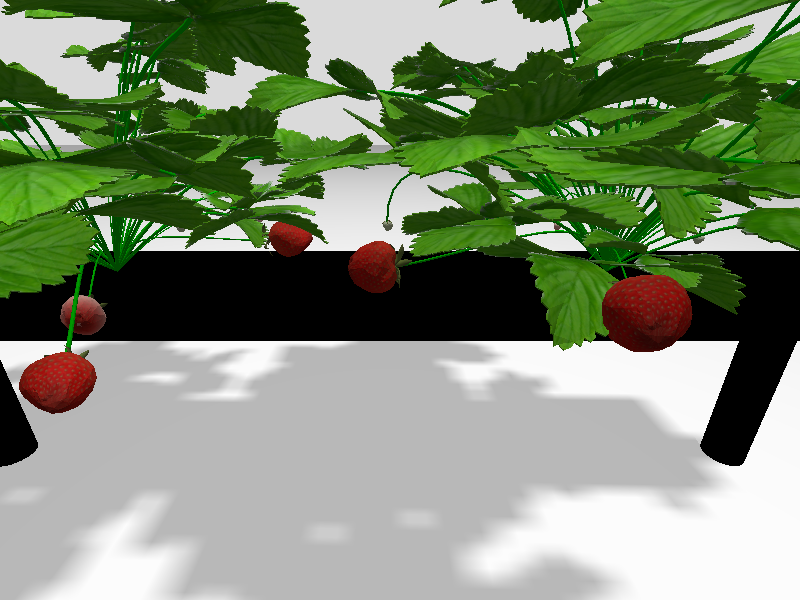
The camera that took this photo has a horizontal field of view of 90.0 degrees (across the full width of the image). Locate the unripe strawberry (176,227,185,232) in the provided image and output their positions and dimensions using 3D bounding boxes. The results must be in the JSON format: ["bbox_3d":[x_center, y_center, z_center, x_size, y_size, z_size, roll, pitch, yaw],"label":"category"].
[{"bbox_3d":[-0.275,-0.090,0.503,0.011,0.010,0.010,-2,23,-5],"label":"unripe strawberry"}]

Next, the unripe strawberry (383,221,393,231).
[{"bbox_3d":[-0.014,-0.086,0.467,0.011,0.011,0.011,12,26,27],"label":"unripe strawberry"}]

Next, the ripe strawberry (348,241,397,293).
[{"bbox_3d":[-0.022,-0.026,0.313,0.039,0.040,0.035,-6,24,-12],"label":"ripe strawberry"}]

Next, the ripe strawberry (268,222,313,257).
[{"bbox_3d":[-0.110,-0.063,0.404,0.042,0.036,0.042,-6,24,-16],"label":"ripe strawberry"}]

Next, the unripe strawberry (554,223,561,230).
[{"bbox_3d":[0.198,-0.093,0.502,0.010,0.011,0.011,1,23,3],"label":"unripe strawberry"}]

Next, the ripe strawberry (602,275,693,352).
[{"bbox_3d":[0.140,0.010,0.227,0.045,0.047,0.049,8,25,17],"label":"ripe strawberry"}]

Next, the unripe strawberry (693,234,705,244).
[{"bbox_3d":[0.328,-0.067,0.440,0.011,0.011,0.011,-13,26,-28],"label":"unripe strawberry"}]

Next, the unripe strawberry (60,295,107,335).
[{"bbox_3d":[-0.197,0.010,0.248,0.022,0.025,0.024,-11,26,-25],"label":"unripe strawberry"}]

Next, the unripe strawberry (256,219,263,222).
[{"bbox_3d":[-0.195,-0.111,0.546,0.019,0.017,0.017,7,11,17],"label":"unripe strawberry"}]

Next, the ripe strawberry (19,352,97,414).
[{"bbox_3d":[-0.154,0.039,0.180,0.027,0.028,0.029,-12,26,-26],"label":"ripe strawberry"}]
